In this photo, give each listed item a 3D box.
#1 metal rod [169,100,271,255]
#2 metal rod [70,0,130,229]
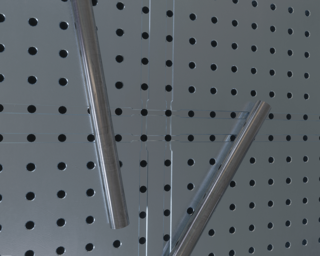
[{"bbox_3d":[0.079,0.090,0.441,0.025,0.025,0.300,35,79,-17],"label":"metal rod"},{"bbox_3d":[-0.075,-0.024,0.384,0.025,0.025,0.298,-10,94,-20],"label":"metal rod"}]
